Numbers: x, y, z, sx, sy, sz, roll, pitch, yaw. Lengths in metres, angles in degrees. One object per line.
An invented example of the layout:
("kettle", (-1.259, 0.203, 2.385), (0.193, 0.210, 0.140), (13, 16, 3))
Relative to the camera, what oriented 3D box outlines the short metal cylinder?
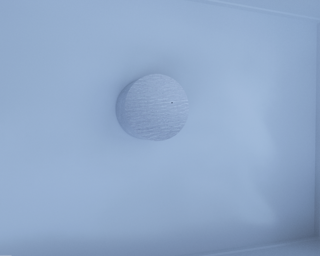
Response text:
("short metal cylinder", (-0.011, -0.024, 0.391), (0.081, 0.050, 0.080), (0, 90, -20))
